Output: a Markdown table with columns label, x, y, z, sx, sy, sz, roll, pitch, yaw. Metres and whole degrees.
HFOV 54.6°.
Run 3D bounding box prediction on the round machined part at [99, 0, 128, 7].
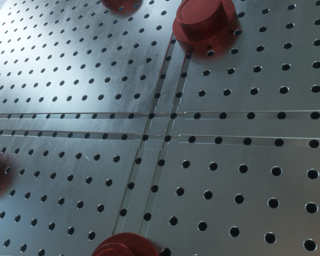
| label | x | y | z | sx | sy | sz | roll | pitch | yaw |
| --- | --- | --- | --- | --- | --- | --- | --- | --- | --- |
| round machined part | -0.090 | -0.297 | 0.628 | 0.098 | 0.042 | 0.098 | -13 | 56 | 21 |

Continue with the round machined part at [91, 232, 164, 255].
| label | x | y | z | sx | sy | sz | roll | pitch | yaw |
| --- | --- | --- | --- | --- | --- | --- | --- | --- | --- |
| round machined part | -0.042 | 0.159 | 0.323 | 0.098 | 0.042 | 0.098 | -13 | 56 | 21 |

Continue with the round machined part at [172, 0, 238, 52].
| label | x | y | z | sx | sy | sz | roll | pitch | yaw |
| --- | --- | --- | --- | --- | --- | --- | --- | --- | --- |
| round machined part | 0.064 | -0.166 | 0.467 | 0.098 | 0.042 | 0.098 | -13 | 56 | 21 |
